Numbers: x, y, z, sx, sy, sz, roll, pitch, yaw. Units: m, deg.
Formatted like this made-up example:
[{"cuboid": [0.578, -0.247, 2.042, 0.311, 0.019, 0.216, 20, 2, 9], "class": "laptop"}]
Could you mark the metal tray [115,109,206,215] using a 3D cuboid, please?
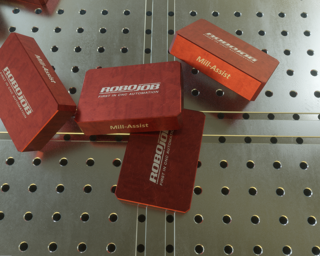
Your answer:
[{"cuboid": [0.003, 0.036, 0.396, 0.090, 0.030, 0.130, 11, 70, 4], "class": "metal tray"}]

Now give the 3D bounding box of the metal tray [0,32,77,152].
[{"cuboid": [-0.173, -0.046, 0.400, 0.090, 0.030, 0.130, -42, 72, 21], "class": "metal tray"}]

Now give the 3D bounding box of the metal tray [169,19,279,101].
[{"cuboid": [0.089, -0.097, 0.422, 0.130, 0.030, 0.090, 33, 41, 11], "class": "metal tray"}]

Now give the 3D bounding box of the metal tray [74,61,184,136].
[{"cuboid": [-0.036, -0.039, 0.400, 0.130, 0.030, 0.090, -4, 56, 9], "class": "metal tray"}]

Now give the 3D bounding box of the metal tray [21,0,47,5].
[{"cuboid": [-0.234, -0.257, 0.501, 0.131, 0.030, 0.090, 16, 71, 5], "class": "metal tray"}]
